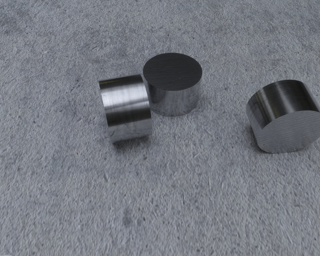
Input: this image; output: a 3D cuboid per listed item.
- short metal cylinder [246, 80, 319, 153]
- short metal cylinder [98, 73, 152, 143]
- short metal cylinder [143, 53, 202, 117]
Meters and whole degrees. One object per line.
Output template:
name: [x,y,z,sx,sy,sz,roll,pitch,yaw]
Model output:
short metal cylinder: [0.152,-0.012,0.379,0.081,0.080,0.050,-4,50,-4]
short metal cylinder: [-0.044,-0.025,0.388,0.050,0.080,0.080,-12,51,-10]
short metal cylinder: [0.017,-0.062,0.439,0.080,0.050,0.080,0,50,0]
